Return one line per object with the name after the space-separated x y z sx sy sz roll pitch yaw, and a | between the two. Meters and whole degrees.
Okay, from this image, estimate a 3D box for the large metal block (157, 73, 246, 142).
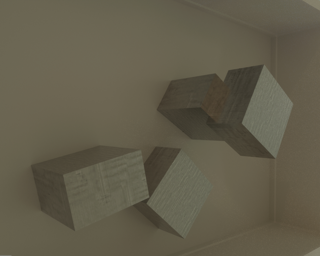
0.058 -0.025 0.419 0.080 0.080 0.050 39 66 -33 | large metal block

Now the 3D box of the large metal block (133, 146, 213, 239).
0.013 0.081 0.401 0.080 0.050 0.080 50 61 -29 | large metal block

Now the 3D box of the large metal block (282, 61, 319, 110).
0.306 -0.089 0.648 0.081 0.050 0.080 -29 108 -36 | large metal block

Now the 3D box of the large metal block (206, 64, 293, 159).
0.112 -0.018 0.380 0.080 0.050 0.080 39 66 -33 | large metal block

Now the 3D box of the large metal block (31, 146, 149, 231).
-0.071 0.054 0.312 0.081 0.080 0.050 -16 100 -39 | large metal block
